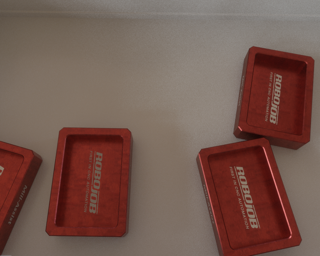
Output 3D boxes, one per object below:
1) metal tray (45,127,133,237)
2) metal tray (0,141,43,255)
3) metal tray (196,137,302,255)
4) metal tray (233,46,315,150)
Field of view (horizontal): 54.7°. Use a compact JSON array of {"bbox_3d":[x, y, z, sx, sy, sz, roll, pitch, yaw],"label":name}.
[{"bbox_3d":[-0.083,0.065,0.382,0.091,0.030,0.130,1,70,0],"label":"metal tray"},{"bbox_3d":[-0.214,0.080,0.376,0.090,0.030,0.130,16,71,5],"label":"metal tray"},{"bbox_3d":[0.103,0.083,0.377,0.091,0.030,0.130,-10,70,-4],"label":"metal tray"},{"bbox_3d":[0.156,-0.043,0.423,0.090,0.030,0.130,12,70,4],"label":"metal tray"}]
